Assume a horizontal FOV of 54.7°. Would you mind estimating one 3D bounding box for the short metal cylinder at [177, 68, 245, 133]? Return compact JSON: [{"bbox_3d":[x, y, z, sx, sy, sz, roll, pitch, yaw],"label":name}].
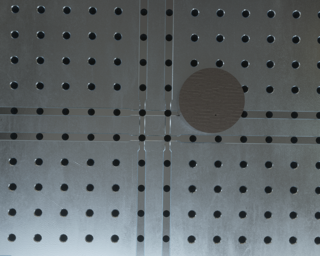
[{"bbox_3d":[0.063,-0.034,0.402,0.081,0.050,0.079,0,90,-1],"label":"short metal cylinder"}]
